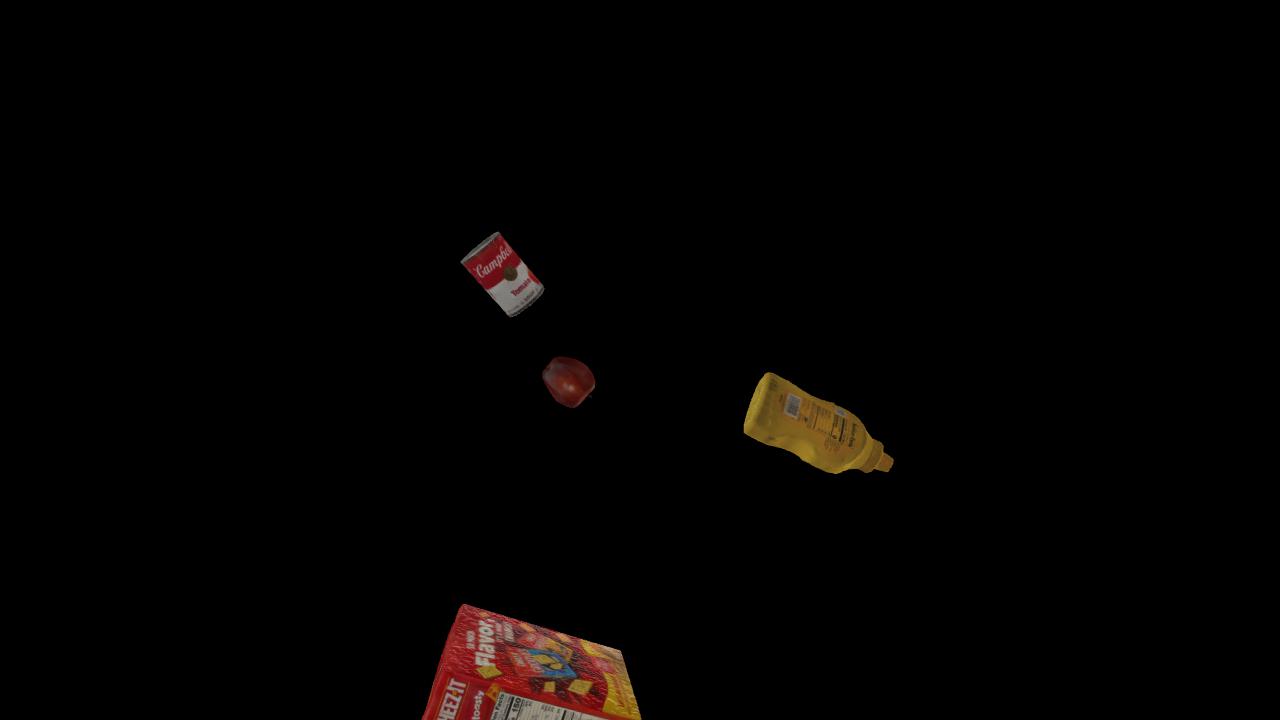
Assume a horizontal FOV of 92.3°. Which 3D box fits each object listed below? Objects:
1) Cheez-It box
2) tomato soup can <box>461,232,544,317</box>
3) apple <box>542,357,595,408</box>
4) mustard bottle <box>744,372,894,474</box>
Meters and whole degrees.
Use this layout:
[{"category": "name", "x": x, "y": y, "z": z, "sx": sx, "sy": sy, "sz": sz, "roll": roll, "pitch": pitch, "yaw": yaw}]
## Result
[{"category": "Cheez-It box", "x": -0.122, "y": 0.374, "z": 0.712, "sx": 0.223, "sy": 0.071, "sz": 0.166, "roll": 21, "pitch": -3, "yaw": -10}, {"category": "tomato soup can", "x": -0.190, "y": -0.117, "z": 0.856, "sx": 0.068, "sy": 0.101, "sz": 0.068, "roll": -31, "pitch": 24, "yaw": 16}, {"category": "apple", "x": -0.121, "y": 0.037, "z": 1.053, "sx": 0.093, "sy": 0.079, "sz": 0.079, "roll": 39, "pitch": -4, "yaw": -5}, {"category": "mustard bottle", "x": 0.222, "y": 0.089, "z": 0.749, "sx": 0.184, "sy": 0.092, "sz": 0.054, "roll": 25, "pitch": -44, "yaw": 1}]
